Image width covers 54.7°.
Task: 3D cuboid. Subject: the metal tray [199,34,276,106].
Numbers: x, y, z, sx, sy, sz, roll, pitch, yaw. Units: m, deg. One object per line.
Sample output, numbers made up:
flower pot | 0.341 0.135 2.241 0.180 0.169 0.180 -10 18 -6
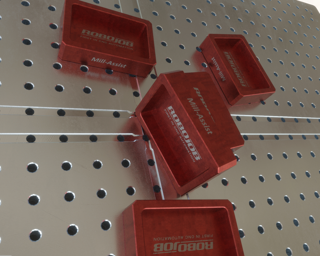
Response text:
metal tray | 0.136 -0.106 0.544 0.091 0.030 0.130 -10 67 -33

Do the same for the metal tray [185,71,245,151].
metal tray | 0.055 -0.019 0.448 0.091 0.030 0.130 -10 67 -33

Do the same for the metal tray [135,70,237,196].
metal tray | 0.025 0.007 0.377 0.030 0.090 0.130 -18 71 -35

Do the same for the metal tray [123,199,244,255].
metal tray | 0.029 0.128 0.343 0.131 0.030 0.090 6 59 -26

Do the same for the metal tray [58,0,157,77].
metal tray | -0.074 -0.128 0.444 0.131 0.030 0.090 8 58 -24
